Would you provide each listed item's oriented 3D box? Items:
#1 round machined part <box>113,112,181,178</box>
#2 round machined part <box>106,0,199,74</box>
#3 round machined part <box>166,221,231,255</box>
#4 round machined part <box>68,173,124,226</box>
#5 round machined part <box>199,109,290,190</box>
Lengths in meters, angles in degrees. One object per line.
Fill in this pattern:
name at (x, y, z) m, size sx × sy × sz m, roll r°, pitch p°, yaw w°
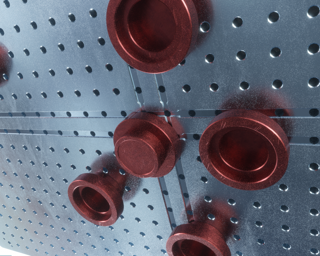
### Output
round machined part at (-0.024, 0.030, 0.432) m, size 0.098 × 0.042 × 0.097 m, roll 13°, pitch 124°, yaw 21°
round machined part at (-0.005, -0.112, 0.334) m, size 0.098 × 0.042 × 0.097 m, roll 13°, pitch 124°, yaw 21°
round machined part at (0.062, 0.185, 0.482) m, size 0.098 × 0.042 × 0.097 m, roll 13°, pitch 124°, yaw 21°
round machined part at (-0.104, 0.116, 0.527) m, size 0.098 × 0.042 × 0.097 m, roll 13°, pitch 124°, yaw 21°
round machined part at (0.099, 0.021, 0.361) m, size 0.098 × 0.042 × 0.097 m, roll 13°, pitch 124°, yaw 21°
